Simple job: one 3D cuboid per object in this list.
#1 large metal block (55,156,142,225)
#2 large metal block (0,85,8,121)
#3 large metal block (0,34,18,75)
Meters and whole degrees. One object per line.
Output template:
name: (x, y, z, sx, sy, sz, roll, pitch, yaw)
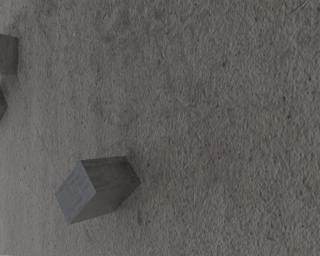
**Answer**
large metal block: (-0.088, 0.087, 0.442, 0.080, 0.081, 0.050, -49, 61, 29)
large metal block: (-0.407, -0.055, 0.725, 0.080, 0.050, 0.080, -47, 62, 30)
large metal block: (-0.359, -0.160, 0.685, 0.080, 0.050, 0.079, 4, 93, 40)
